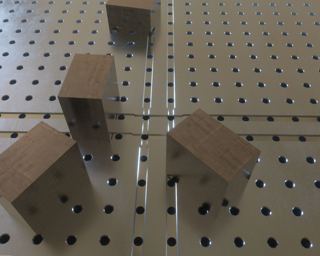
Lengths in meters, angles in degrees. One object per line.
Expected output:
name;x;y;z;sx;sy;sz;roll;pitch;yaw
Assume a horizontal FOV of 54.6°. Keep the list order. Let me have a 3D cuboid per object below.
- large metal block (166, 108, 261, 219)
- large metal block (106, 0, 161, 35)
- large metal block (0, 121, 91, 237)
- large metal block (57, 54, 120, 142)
large metal block;0.053;0.039;0.339;0.050;0.080;0.080;-36;59;-26
large metal block;-0.047;-0.223;0.579;0.080;0.050;0.080;10;51;8
large metal block;-0.126;0.054;0.326;0.050;0.080;0.080;27;55;21
large metal block;-0.088;-0.039;0.405;0.050;0.080;0.080;3;50;3
